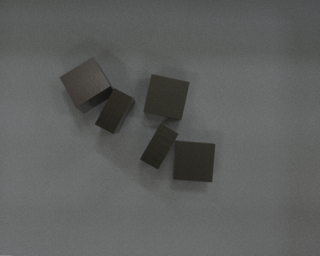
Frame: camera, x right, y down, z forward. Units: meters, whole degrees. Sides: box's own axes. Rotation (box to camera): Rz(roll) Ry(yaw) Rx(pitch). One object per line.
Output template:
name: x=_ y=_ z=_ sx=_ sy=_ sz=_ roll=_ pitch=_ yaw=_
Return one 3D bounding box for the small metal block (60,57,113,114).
small metal block: x=-0.093 y=-0.055 z=0.403 sx=0.050 sy=0.025 sz=0.050 roll=-32 pitch=71 yaw=0

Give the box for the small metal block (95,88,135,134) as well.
small metal block: x=-0.056 y=-0.021 z=0.398 sx=0.025 sy=0.050 sz=0.050 roll=28 pitch=90 yaw=-1

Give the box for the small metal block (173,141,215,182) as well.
small metal block: x=0.044 y=0.043 z=0.412 sx=0.050 sy=0.025 sz=0.050 roll=5 pitch=90 yaw=-1

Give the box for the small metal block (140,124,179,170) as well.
small metal block: x=-0.001 y=0.022 z=0.399 sx=0.025 sy=0.050 sz=0.050 roll=30 pitch=90 yaw=0

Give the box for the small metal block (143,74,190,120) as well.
small metal block: x=0.008 y=-0.040 z=0.412 sx=0.050 sy=0.025 sz=0.050 roll=12 pitch=90 yaw=-1
